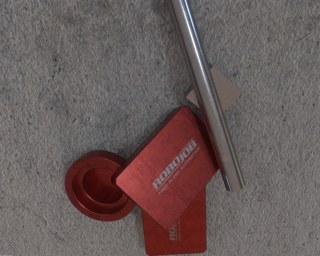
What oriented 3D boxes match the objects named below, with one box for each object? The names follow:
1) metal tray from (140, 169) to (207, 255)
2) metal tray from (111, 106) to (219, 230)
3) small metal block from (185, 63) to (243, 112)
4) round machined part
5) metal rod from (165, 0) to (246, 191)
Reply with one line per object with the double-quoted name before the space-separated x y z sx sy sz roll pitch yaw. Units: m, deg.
"metal tray" 0.020 0.124 0.453 0.091 0.030 0.129 -4 110 1
"metal tray" 0.015 0.047 0.388 0.090 0.030 0.130 46 73 -10
"small metal block" 0.067 -0.046 0.394 0.050 0.025 0.050 37 106 -13
"round machined part" -0.074 0.074 0.420 0.098 0.042 0.097 4 111 10
"metal rod" 0.046 -0.065 0.361 0.025 0.025 0.298 -18 100 6
